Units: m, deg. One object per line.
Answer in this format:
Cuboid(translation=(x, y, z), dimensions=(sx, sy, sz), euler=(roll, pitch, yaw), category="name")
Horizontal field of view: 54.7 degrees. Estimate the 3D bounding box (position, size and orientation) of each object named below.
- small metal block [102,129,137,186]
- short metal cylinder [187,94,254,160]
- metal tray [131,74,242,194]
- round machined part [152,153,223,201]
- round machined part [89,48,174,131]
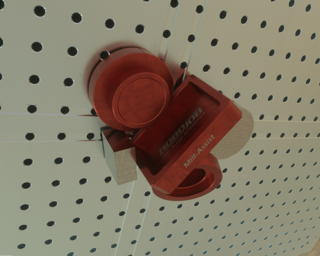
Cuboid(translation=(-0.050, 0.034, 0.383), dimensions=(0.025, 0.050, 0.050), euler=(-14, 125, -21), category="small metal block")
Cuboid(translation=(0.082, -0.003, 0.433), dimensions=(0.081, 0.050, 0.079), euler=(-14, 124, -21), category="short metal cylinder")
Cuboid(translation=(0.025, 0.004, 0.380), dimensions=(0.130, 0.090, 0.030), euler=(-48, 129, 5), category="metal tray")
Cuboid(translation=(0.035, 0.061, 0.437), dimensions=(0.099, 0.042, 0.097), euler=(-7, 140, -5), category="round machined part")
Cuboid(translation=(-0.028, -0.038, 0.356), dimensions=(0.099, 0.042, 0.097), euler=(-14, 124, -21), category="round machined part")
